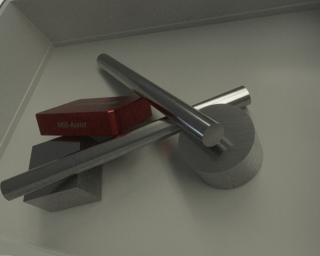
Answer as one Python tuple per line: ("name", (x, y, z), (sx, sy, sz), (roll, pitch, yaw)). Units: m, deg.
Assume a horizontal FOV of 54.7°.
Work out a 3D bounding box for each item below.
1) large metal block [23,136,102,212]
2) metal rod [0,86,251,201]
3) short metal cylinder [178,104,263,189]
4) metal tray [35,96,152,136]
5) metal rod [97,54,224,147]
("large metal block", (-0.125, 0.058, 0.412), (0.080, 0.050, 0.080), (-18, 55, 17))
("metal rod", (-0.037, 0.016, 0.364), (0.302, 0.025, 0.025), (-22, 53, -3))
("short metal cylinder", (0.067, 0.020, 0.338), (0.080, 0.050, 0.080), (-13, 56, 20))
("metal tray", (-0.088, -0.018, 0.421), (0.130, 0.030, 0.091), (0, 18, 29))
("metal rod", (-0.022, -0.054, 0.410), (0.025, 0.025, 0.300), (-46, 39, -4))
